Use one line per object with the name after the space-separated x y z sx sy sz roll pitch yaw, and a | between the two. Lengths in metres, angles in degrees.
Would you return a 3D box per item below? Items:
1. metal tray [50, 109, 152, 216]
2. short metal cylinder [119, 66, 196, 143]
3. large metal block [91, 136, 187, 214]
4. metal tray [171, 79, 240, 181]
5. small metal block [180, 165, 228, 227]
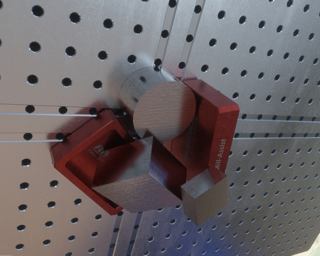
-0.064 0.049 0.403 0.090 0.030 0.130 -37 130 -4 | metal tray
-0.004 -0.029 0.377 0.081 0.050 0.079 -14 125 -21 | short metal cylinder
-0.022 0.061 0.382 0.080 0.050 0.080 -18 136 27 | large metal block
0.053 0.012 0.407 0.030 0.090 0.129 -9 123 -24 | metal tray
0.054 0.081 0.371 0.050 0.025 0.050 -29 130 -25 | small metal block
